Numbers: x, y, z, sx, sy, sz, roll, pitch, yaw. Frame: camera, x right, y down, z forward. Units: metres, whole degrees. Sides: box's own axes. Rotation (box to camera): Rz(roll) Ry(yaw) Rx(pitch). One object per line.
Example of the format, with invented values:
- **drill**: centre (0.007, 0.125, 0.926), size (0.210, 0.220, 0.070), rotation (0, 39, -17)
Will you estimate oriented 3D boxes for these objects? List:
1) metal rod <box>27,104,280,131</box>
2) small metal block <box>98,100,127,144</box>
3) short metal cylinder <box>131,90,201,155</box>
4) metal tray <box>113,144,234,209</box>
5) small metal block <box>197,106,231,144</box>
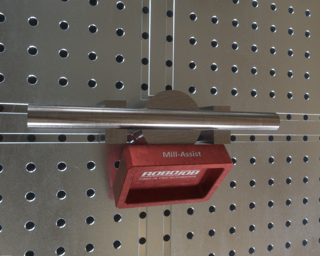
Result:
- **metal rod**: centre (0.010, -0.010, 0.363), size (0.302, 0.025, 0.025), rotation (1, 90, -20)
- **small metal block**: centre (-0.059, -0.007, 0.378), size (0.025, 0.050, 0.050), rotation (-1, 91, -20)
- **short metal cylinder**: centre (0.007, -0.007, 0.401), size (0.081, 0.050, 0.080), rotation (0, 90, -20)
- **metal tray**: centre (0.014, 0.060, 0.386), size (0.131, 0.089, 0.030), rotation (0, 47, -20)
- **small metal block**: centre (0.072, -0.004, 0.426), size (0.025, 0.050, 0.050), rotation (-1, 91, -20)
